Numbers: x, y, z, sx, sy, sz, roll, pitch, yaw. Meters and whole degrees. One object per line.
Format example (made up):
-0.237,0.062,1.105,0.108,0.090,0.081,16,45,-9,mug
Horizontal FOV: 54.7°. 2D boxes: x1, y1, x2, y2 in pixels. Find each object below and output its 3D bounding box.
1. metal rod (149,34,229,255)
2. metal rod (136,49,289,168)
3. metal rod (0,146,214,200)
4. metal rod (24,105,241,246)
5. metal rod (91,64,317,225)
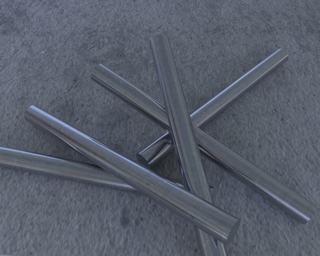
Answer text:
0.029,0.024,0.331,0.025,0.025,0.299,-9,67,-8,metal rod
0.089,-0.039,0.436,0.302,0.025,0.025,-36,59,-27,metal rod
-0.091,0.051,0.358,0.302,0.025,0.025,10,51,7,metal rod
-0.055,0.035,0.340,0.300,0.025,0.025,25,54,31,metal rod
0.039,0.010,0.366,0.300,0.025,0.025,34,57,14,metal rod
